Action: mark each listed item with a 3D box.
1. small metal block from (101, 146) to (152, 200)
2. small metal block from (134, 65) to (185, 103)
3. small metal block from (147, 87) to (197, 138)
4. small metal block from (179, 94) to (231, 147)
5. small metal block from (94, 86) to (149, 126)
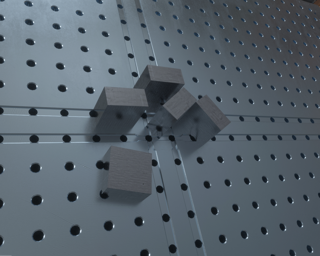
[{"bbox_3d":[-0.037,0.052,0.356,0.050,0.025,0.050,13,56,-21],"label":"small metal block"},{"bbox_3d":[-0.002,-0.059,0.426,0.050,0.050,0.025,2,61,-27],"label":"small metal block"},{"bbox_3d":[0.016,-0.020,0.413,0.025,0.050,0.050,44,51,2],"label":"small metal block"},{"bbox_3d":[0.061,-0.009,0.430,0.025,0.050,0.050,-35,82,-38],"label":"small metal block"},{"bbox_3d":[-0.049,-0.025,0.381,0.050,0.050,0.025,0,62,-28],"label":"small metal block"}]
